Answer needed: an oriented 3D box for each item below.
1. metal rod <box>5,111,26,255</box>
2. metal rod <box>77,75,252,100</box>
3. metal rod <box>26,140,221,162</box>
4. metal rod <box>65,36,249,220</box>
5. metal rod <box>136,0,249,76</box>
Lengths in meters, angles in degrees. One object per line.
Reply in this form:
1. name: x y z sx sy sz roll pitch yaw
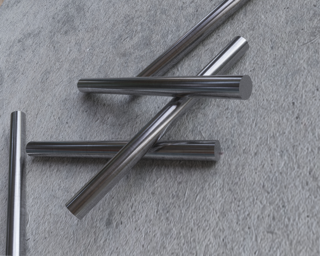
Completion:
1. metal rod: -0.212 0.091 0.459 0.025 0.025 0.299 -27 52 11
2. metal rod: -0.021 -0.055 0.410 0.300 0.025 0.025 8 65 45
3. metal rod: -0.068 0.029 0.421 0.300 0.025 0.025 -2 61 27
4. metal rod: 0.007 -0.010 0.379 0.301 0.025 0.025 -45 51 -14
5. metal rod: 0.075 -0.157 0.460 0.300 0.025 0.025 -41 51 0
